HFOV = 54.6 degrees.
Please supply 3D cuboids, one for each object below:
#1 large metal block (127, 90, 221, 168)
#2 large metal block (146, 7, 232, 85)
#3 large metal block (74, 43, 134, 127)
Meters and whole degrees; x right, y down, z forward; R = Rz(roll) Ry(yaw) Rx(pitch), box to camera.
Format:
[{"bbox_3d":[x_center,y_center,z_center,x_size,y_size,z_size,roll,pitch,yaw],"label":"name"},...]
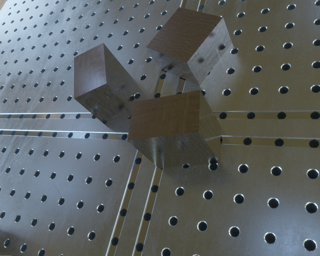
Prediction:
[{"bbox_3d":[0.020,0.006,0.360,0.080,0.080,0.050,-8,58,24],"label":"large metal block"},{"bbox_3d":[0.042,-0.119,0.444,0.080,0.050,0.080,31,79,38],"label":"large metal block"},{"bbox_3d":[-0.080,-0.061,0.453,0.050,0.080,0.080,-22,54,15],"label":"large metal block"}]
